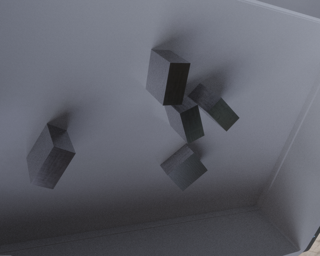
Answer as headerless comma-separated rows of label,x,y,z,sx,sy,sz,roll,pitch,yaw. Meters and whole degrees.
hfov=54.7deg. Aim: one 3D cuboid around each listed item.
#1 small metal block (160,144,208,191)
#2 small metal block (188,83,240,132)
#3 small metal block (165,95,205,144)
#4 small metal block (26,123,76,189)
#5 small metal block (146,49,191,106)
small metal block,0.037,0.060,0.468,0.050,0.025,0.050,-40,130,-1
small metal block,0.072,-0.028,0.416,0.025,0.050,0.050,-48,129,5
small metal block,0.030,-0.016,0.401,0.025,0.050,0.050,-27,128,-12
small metal block,-0.123,0.031,0.345,0.025,0.050,0.050,25,104,-37
small metal block,0.008,-0.060,0.361,0.025,0.050,0.050,-5,121,-26
